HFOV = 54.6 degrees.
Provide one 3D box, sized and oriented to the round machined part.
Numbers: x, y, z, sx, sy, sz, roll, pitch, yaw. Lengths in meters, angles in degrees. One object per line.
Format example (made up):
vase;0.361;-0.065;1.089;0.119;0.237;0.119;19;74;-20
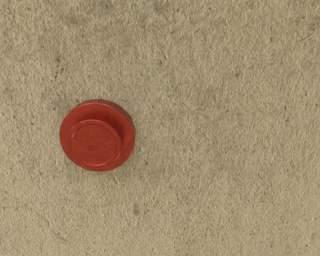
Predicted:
round machined part;-0.083;0.014;0.405;0.099;0.042;0.097;0;110;0
